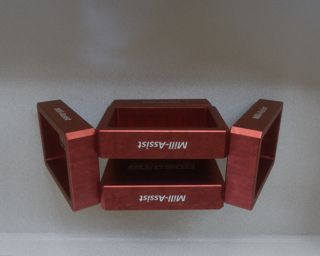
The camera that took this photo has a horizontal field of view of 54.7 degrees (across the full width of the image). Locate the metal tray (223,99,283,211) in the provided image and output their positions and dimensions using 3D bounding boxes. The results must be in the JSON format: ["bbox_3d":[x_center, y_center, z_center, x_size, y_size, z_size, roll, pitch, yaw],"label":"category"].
[{"bbox_3d":[0.113,0.024,0.365,0.030,0.131,0.089,12,113,27],"label":"metal tray"}]

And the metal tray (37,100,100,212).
[{"bbox_3d":[-0.110,0.026,0.364,0.030,0.130,0.089,-12,114,-30],"label":"metal tray"}]

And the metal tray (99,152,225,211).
[{"bbox_3d":[0.002,0.058,0.364,0.131,0.090,0.030,0,110,-1],"label":"metal tray"}]

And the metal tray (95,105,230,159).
[{"bbox_3d":[0.003,0.001,0.343,0.131,0.090,0.030,0,110,-1],"label":"metal tray"}]

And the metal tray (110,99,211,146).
[{"bbox_3d":[0.002,0.009,0.410,0.131,0.030,0.089,-1,110,-1],"label":"metal tray"}]
